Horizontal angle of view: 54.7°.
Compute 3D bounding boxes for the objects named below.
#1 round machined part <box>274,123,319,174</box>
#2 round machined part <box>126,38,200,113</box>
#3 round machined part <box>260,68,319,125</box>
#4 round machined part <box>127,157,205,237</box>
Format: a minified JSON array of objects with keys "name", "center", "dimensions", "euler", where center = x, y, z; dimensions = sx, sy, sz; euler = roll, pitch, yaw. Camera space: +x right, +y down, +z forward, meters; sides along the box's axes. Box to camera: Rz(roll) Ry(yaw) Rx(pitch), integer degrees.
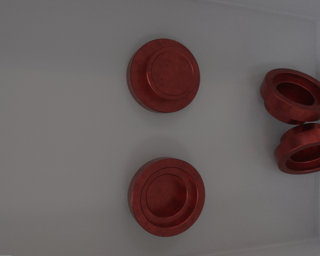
[{"name":"round machined part","center":[0.221,0.028,0.463],"dimensions":[0.099,0.097,0.042],"euler":[11,51,-20]},{"name":"round machined part","center":[0.009,-0.068,0.405],"dimensions":[0.099,0.042,0.097],"euler":[0,90,-20]},{"name":"round machined part","center":[0.194,-0.042,0.454],"dimensions":[0.099,0.042,0.098],"euler":[7,44,-7]},{"name":"round machined part","center":[0.005,0.086,0.403],"dimensions":[0.099,0.042,0.097],"euler":[0,90,-20]}]
